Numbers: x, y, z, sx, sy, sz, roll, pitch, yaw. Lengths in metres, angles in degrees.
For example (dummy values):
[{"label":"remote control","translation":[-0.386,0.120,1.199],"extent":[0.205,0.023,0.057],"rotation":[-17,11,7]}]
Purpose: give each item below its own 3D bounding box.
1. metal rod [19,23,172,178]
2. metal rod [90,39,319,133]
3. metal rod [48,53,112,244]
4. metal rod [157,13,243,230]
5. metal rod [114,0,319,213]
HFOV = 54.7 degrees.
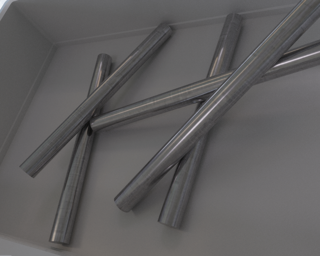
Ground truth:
[{"label":"metal rod","translation":[-0.084,-0.050,0.455],"extent":[0.025,0.025,0.301],"rotation":[27,69,37]},{"label":"metal rod","translation":[0.036,-0.041,0.380],"extent":[0.300,0.025,0.025],"rotation":[-16,55,27]},{"label":"metal rod","translation":[-0.110,0.012,0.456],"extent":[0.025,0.025,0.299],"rotation":[-7,58,24]},{"label":"metal rod","translation":[0.058,-0.025,0.390],"extent":[0.025,0.025,0.300],"rotation":[7,65,31]},{"label":"metal rod","translation":[0.052,-0.014,0.336],"extent":[0.299,0.025,0.025],"rotation":[-47,50,15]}]
